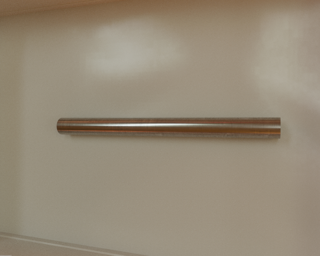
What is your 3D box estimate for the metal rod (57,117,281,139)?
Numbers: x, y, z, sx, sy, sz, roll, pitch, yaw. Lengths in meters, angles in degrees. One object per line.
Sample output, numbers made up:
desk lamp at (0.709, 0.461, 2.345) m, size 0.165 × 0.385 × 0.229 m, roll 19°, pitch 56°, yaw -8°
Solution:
metal rod at (-0.003, -0.001, 0.408) m, size 0.301 × 0.025 × 0.025 m, roll 1°, pitch 90°, yaw 19°
